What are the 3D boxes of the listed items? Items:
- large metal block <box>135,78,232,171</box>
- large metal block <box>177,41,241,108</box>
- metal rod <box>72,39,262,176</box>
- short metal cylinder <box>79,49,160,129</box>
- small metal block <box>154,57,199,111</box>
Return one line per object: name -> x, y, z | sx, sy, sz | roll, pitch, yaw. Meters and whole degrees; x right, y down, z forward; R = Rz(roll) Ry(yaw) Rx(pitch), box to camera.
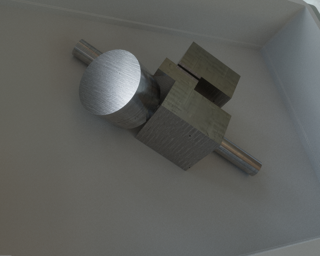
large metal block -> 0.027, -0.001, 0.386 | 0.080, 0.080, 0.050 | 34, 51, -6
large metal block -> 0.051, -0.058, 0.435 | 0.080, 0.080, 0.050 | 35, 51, -6
metal rod -> 0.014, -0.025, 0.429 | 0.301, 0.025, 0.025 | 34, 51, -6
short metal cylinder -> -0.047, -0.044, 0.364 | 0.050, 0.080, 0.080 | 37, 35, -59
small metal block -> 0.013, -0.054, 0.400 | 0.050, 0.050, 0.025 | 35, 51, -5
